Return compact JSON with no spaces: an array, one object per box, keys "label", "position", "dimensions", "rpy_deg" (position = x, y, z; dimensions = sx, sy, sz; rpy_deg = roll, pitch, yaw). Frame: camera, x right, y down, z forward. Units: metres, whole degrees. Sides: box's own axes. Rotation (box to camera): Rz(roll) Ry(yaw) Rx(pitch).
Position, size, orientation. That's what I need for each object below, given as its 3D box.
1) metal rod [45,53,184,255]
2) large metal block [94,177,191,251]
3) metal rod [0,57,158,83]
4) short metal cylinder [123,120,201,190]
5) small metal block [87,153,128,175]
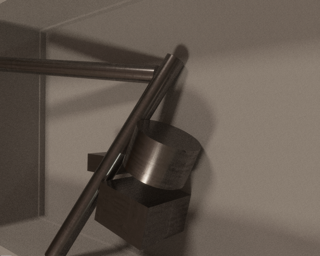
[{"label":"metal rod","position":[-0.059,0.040,0.395],"dimensions":[0.025,0.025,0.299],"rpy_deg":[33,93,35]},{"label":"large metal block","position":[-0.021,0.099,0.386],"dimensions":[0.080,0.081,0.050],"rpy_deg":[18,101,38]},{"label":"metal rod","position":[-0.140,-0.090,0.468],"dimensions":[0.301,0.025,0.025],"rpy_deg":[8,95,23]},{"label":"short metal cylinder","position":[0.002,0.030,0.368],"dimensions":[0.080,0.081,0.050],"rpy_deg":[33,110,35]},{"label":"small metal block","position":[-0.068,0.050,0.444],"dimensions":[0.050,0.050,0.025],"rpy_deg":[3,92,39]}]
